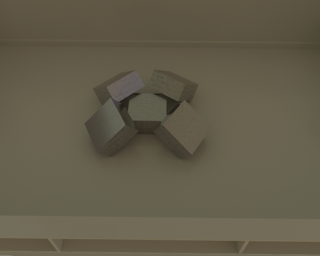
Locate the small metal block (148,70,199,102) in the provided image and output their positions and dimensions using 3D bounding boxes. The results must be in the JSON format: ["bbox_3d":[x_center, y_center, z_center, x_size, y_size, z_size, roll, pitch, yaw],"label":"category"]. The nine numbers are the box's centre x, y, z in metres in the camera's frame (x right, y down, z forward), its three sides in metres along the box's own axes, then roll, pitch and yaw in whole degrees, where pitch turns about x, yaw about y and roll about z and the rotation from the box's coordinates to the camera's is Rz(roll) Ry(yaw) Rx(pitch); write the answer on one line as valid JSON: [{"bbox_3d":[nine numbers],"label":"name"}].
[{"bbox_3d":[0.019,-0.060,0.437,0.050,0.025,0.050,28,19,21],"label":"small metal block"}]

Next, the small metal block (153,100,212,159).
[{"bbox_3d":[0.028,0.002,0.386,0.050,0.025,0.050,46,57,-8],"label":"small metal block"}]

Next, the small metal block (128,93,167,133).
[{"bbox_3d":[-0.017,-0.020,0.419,0.050,0.025,0.050,1,50,1],"label":"small metal block"}]

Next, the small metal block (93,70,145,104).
[{"bbox_3d":[-0.058,-0.057,0.434,0.050,0.025,0.050,-35,21,-25],"label":"small metal block"}]

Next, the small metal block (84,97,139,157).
[{"bbox_3d":[-0.062,-0.001,0.388,0.050,0.025,0.050,-42,54,14],"label":"small metal block"}]
